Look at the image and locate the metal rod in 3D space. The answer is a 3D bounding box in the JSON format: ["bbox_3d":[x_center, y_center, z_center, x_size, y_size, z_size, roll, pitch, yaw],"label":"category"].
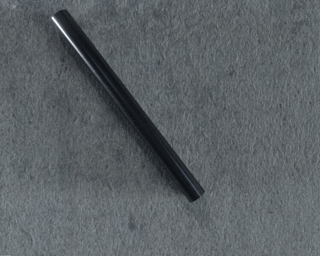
[{"bbox_3d":[-0.041,-0.028,0.409,0.025,0.025,0.299,-37,90,0],"label":"metal rod"}]
